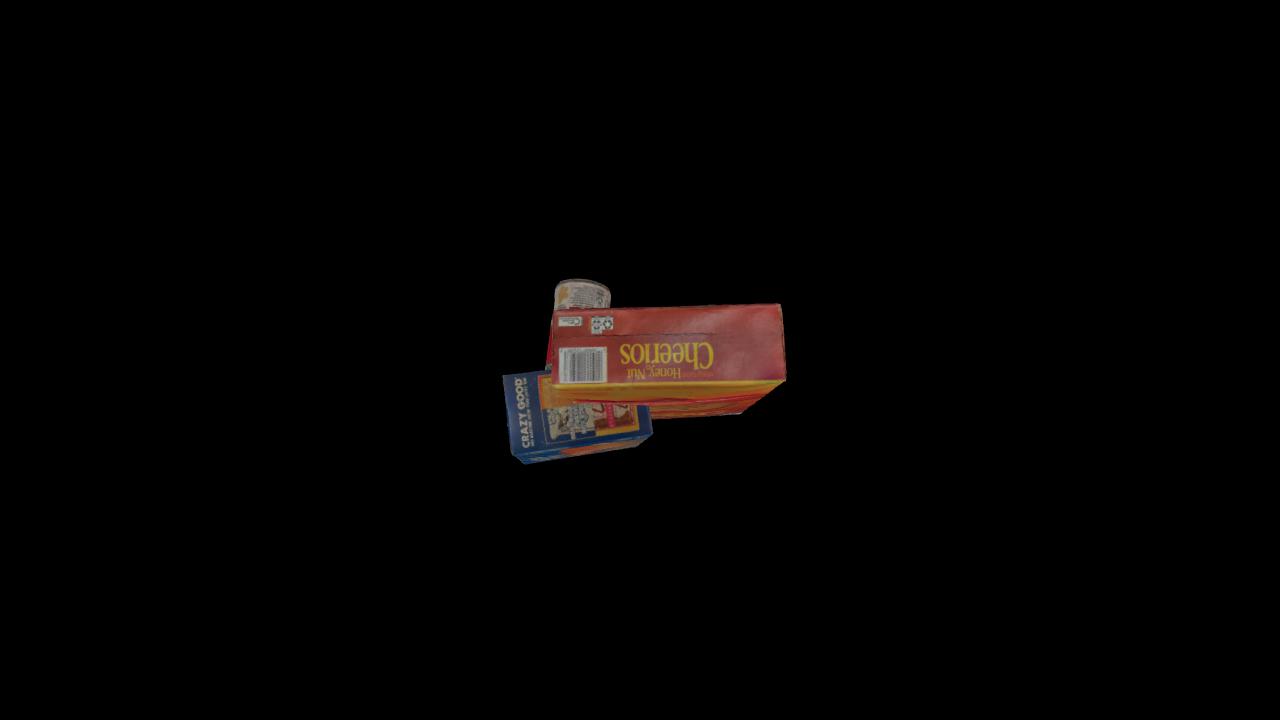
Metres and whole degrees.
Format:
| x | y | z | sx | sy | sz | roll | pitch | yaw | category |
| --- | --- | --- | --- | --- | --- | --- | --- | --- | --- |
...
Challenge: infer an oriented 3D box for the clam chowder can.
| x | y | z | sx | sy | sz | roll | pitch | yaw | category |
| --- | --- | --- | --- | --- | --- | --- | --- | --- | --- |
| -0.070 | -0.034 | 0.705 | 0.068 | 0.102 | 0.068 | 4 | -17 | 1 | clam chowder can |

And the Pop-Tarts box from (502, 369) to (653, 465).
| x | y | z | sx | sy | sz | roll | pitch | yaw | category |
| --- | --- | --- | --- | --- | --- | --- | --- | --- | --- |
| -0.069 | 0.062 | 0.677 | 0.141 | 0.083 | 0.167 | -7 | -12 | -8 | Pop-Tarts box |

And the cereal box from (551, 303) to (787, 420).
| x | y | z | sx | sy | sz | roll | pitch | yaw | category |
| --- | --- | --- | --- | --- | --- | --- | --- | --- | --- |
| 0.028 | 0.016 | 0.668 | 0.203 | 0.081 | 0.306 | -1 | -11 | 1 | cereal box |
